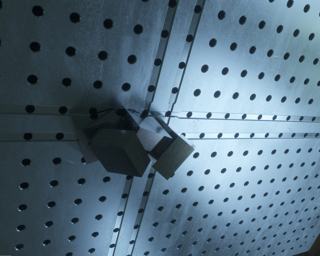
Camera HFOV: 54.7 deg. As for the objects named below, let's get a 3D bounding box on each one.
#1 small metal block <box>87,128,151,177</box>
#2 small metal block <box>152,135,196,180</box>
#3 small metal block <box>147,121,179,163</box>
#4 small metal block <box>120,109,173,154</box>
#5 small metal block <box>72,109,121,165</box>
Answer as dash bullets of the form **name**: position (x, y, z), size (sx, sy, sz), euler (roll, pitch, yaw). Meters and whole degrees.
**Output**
- **small metal block**: position (-0.046, 0.028, 0.353), size (0.025, 0.050, 0.050), euler (-61, 141, -36)
- **small metal block**: position (0.020, 0.036, 0.395), size (0.050, 0.025, 0.050), euler (-49, 173, 6)
- **small metal block**: position (0.008, 0.027, 0.434), size (0.050, 0.025, 0.050), euler (-46, 130, 3)
- **small metal block**: position (-0.020, 0.005, 0.388), size (0.050, 0.050, 0.025), euler (20, 108, -36)
- **small metal block**: position (-0.074, 0.010, 0.379), size (0.050, 0.025, 0.050), euler (-18, 126, -18)
